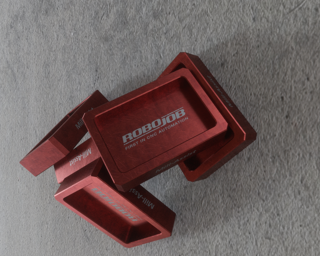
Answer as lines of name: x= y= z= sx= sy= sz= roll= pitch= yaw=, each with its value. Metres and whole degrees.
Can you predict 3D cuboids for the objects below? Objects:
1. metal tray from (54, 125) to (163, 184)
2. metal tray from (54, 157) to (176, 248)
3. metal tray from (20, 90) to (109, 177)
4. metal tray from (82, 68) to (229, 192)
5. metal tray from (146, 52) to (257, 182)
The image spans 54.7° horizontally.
metal tray: x=-0.070 y=0.036 z=0.420 sx=0.130 sy=0.091 sz=0.030 roll=-31 pitch=71 yaw=35
metal tray: x=-0.055 y=0.100 z=0.393 sx=0.090 sy=0.130 sz=0.030 roll=-31 pitch=26 yaw=36
metal tray: x=-0.135 y=0.004 z=0.453 sx=0.090 sy=0.130 sz=0.030 roll=-30 pitch=110 yaw=35
metal tray: x=-0.005 y=-0.001 z=0.336 sx=0.131 sy=0.030 sz=0.090 roll=-27 pitch=67 yaw=-11
metal tray: x=0.040 y=-0.014 z=0.369 sx=0.090 sy=0.030 sz=0.130 roll=-46 pitch=63 yaw=30
